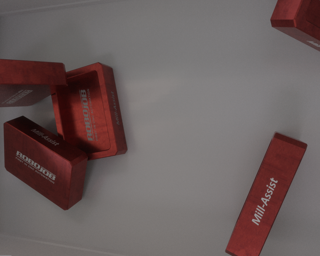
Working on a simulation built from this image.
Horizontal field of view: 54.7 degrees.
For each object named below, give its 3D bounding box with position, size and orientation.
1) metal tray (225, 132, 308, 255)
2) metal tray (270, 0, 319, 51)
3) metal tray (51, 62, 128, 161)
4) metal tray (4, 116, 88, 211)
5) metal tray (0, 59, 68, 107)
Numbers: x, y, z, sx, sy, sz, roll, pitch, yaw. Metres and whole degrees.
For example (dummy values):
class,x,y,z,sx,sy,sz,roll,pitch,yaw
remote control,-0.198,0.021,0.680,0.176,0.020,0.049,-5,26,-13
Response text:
class,x,y,z,sx,sy,sz,roll,pitch,yaw
metal tray,0.114,0.069,0.335,0.030,0.090,0.129,23,98,18
metal tray,0.177,-0.119,0.298,0.030,0.131,0.089,37,111,60
metal tray,-0.104,-0.019,0.444,0.090,0.030,0.129,-12,86,19
metal tray,-0.169,0.049,0.448,0.130,0.030,0.089,27,122,19
metal tray,-0.197,-0.056,0.420,0.130,0.091,0.030,-14,86,45
